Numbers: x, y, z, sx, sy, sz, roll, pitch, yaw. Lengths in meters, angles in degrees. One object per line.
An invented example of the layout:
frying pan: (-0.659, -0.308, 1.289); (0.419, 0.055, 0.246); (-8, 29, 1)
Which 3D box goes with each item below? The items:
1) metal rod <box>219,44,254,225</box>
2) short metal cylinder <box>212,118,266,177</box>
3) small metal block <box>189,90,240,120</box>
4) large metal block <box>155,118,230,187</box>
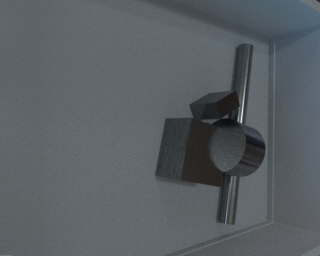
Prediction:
metal rod: (0.128, 0.006, 0.517); (0.025, 0.025, 0.298); (13, 82, -40)
short metal cylinder: (0.108, 0.030, 0.465); (0.050, 0.080, 0.080); (18, 79, -39)
small metal block: (0.082, -0.034, 0.461); (0.050, 0.050, 0.025); (-30, 109, -36)
large metal block: (0.046, 0.035, 0.432); (0.081, 0.050, 0.080); (18, 79, -39)
